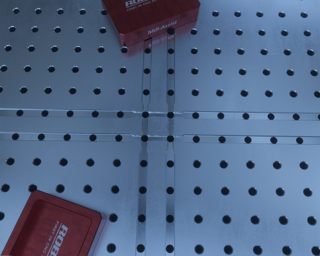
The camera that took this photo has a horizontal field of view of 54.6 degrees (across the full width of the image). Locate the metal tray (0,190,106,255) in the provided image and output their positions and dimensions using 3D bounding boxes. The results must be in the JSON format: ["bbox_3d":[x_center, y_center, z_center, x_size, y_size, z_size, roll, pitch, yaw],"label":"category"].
[{"bbox_3d":[-0.129,0.147,0.354,0.090,0.030,0.130,18,71,6],"label":"metal tray"}]

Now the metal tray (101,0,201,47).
[{"bbox_3d":[-0.015,-0.189,0.478,0.131,0.030,0.090,-23,72,-9],"label":"metal tray"}]
